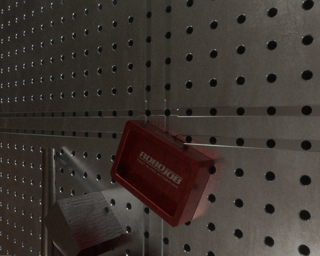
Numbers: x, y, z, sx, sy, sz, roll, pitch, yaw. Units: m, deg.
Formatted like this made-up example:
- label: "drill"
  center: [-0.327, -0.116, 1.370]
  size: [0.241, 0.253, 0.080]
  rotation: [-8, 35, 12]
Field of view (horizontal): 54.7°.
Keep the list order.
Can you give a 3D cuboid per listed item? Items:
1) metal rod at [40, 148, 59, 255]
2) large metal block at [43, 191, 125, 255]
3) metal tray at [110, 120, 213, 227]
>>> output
- label: "metal rod"
  center: [-0.170, 0.150, 0.477]
  size: [0.025, 0.025, 0.300]
  rotation: [-49, 40, 28]
- label: "large metal block"
  center: [-0.113, 0.148, 0.464]
  size: [0.050, 0.081, 0.080]
  rotation: [-52, 60, 27]
- label: "metal tray"
  center: [-0.004, 0.054, 0.407]
  size: [0.130, 0.030, 0.089]
  rotation: [30, 109, 35]
